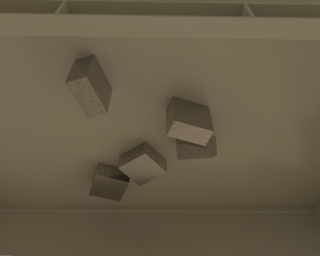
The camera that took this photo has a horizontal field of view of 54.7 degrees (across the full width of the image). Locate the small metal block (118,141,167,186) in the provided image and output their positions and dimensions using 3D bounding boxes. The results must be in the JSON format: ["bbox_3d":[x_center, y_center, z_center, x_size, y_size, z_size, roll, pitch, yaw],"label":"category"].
[{"bbox_3d":[-0.025,0.053,0.454,0.050,0.025,0.050,-29,125,22],"label":"small metal block"}]

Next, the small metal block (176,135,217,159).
[{"bbox_3d":[0.048,0.027,0.416,0.050,0.025,0.050,-4,170,3],"label":"small metal block"}]

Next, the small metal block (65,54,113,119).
[{"bbox_3d":[-0.079,-0.047,0.352,0.025,0.050,0.050,-14,129,12],"label":"small metal block"}]

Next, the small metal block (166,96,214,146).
[{"bbox_3d":[0.036,-0.009,0.385,0.050,0.050,0.025,15,128,-13],"label":"small metal block"}]

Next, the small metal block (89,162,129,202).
[{"bbox_3d":[-0.078,0.084,0.480,0.050,0.025,0.050,15,129,-13],"label":"small metal block"}]
